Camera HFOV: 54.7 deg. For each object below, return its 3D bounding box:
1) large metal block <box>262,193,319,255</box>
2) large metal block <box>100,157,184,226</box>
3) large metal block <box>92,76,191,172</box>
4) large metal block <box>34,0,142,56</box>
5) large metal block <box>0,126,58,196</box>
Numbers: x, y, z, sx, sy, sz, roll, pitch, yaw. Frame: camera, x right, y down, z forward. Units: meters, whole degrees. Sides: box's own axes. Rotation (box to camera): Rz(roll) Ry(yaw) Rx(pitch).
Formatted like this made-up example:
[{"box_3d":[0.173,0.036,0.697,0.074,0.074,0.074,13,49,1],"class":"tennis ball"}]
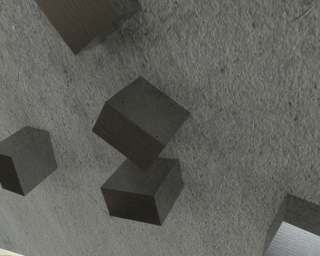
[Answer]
[{"box_3d":[0.181,0.139,0.381,0.080,0.050,0.079,20,126,16],"class":"large metal block"},{"box_3d":[-0.022,0.083,0.434,0.080,0.080,0.050,3,120,27],"class":"large metal block"},{"box_3d":[-0.020,-0.008,0.377,0.080,0.080,0.050,37,129,3],"class":"large metal block"},{"box_3d":[-0.082,-0.142,0.346,0.080,0.050,0.080,-27,104,37],"class":"large metal block"},{"box_3d":[-0.228,0.054,0.525,0.050,0.080,0.079,12,124,22],"class":"large metal block"}]
